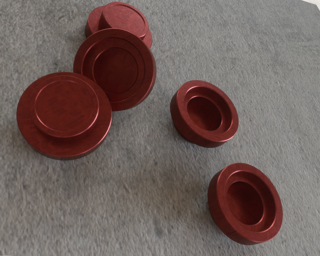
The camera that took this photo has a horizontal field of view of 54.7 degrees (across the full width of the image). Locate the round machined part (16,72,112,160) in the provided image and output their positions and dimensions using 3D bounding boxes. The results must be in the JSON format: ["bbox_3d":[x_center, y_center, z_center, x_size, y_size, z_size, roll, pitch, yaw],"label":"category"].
[{"bbox_3d":[-0.101,-0.017,0.332,0.099,0.042,0.098,4,72,-12],"label":"round machined part"}]

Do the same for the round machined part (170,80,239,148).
[{"bbox_3d":[0.058,-0.016,0.435,0.099,0.042,0.098,14,56,-21],"label":"round machined part"}]

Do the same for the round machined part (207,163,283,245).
[{"bbox_3d":[0.101,0.097,0.390,0.099,0.042,0.098,14,56,-21],"label":"round machined part"}]

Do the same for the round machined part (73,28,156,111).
[{"bbox_3d":[-0.053,-0.070,0.386,0.098,0.098,0.042,44,9,1],"label":"round machined part"}]

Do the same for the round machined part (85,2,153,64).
[{"bbox_3d":[-0.056,-0.144,0.452,0.099,0.042,0.098,14,56,-21],"label":"round machined part"}]
